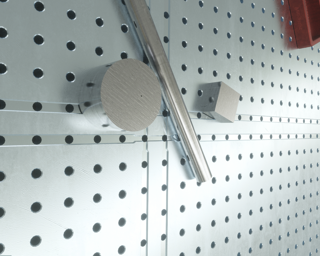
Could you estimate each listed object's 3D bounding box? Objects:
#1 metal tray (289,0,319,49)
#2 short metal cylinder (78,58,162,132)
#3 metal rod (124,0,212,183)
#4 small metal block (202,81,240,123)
[{"bbox_3d":[0.326,-0.251,0.682,0.091,0.030,0.129,-30,109,-36],"label":"metal tray"},{"bbox_3d":[-0.045,-0.036,0.357,0.081,0.050,0.079,0,90,-40],"label":"short metal cylinder"},{"bbox_3d":[0.012,-0.055,0.420,0.025,0.025,0.299,-36,112,-34],"label":"metal rod"},{"bbox_3d":[0.099,-0.040,0.495,0.050,0.025,0.050,25,74,-38],"label":"small metal block"}]
